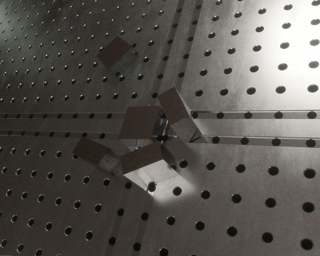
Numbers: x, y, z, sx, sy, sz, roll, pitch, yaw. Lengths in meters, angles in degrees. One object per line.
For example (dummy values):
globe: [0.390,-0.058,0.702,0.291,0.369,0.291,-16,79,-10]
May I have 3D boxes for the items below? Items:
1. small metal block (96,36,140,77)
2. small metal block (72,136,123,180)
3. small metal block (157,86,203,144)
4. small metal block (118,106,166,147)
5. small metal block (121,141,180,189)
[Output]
small metal block: [-0.070,-0.120,0.517,0.050,0.025,0.050,-44,51,-3]
small metal block: [-0.077,0.039,0.407,0.050,0.050,0.025,19,72,35]
small metal block: [0.025,-0.015,0.387,0.025,0.050,0.050,-29,52,10]
small metal block: [-0.023,-0.002,0.420,0.050,0.025,0.050,0,61,27]
small metal block: [-0.011,0.045,0.369,0.050,0.050,0.025,-23,54,14]
